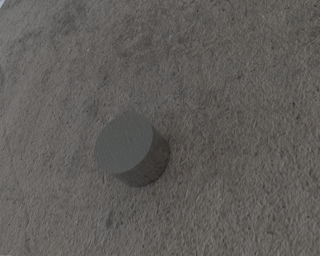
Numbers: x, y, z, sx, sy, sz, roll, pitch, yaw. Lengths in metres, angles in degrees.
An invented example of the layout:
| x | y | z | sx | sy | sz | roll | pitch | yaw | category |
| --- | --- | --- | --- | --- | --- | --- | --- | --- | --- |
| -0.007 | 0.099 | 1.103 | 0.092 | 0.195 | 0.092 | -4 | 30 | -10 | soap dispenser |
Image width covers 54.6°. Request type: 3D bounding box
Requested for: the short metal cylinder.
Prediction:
| x | y | z | sx | sy | sz | roll | pitch | yaw | category |
| --- | --- | --- | --- | --- | --- | --- | --- | --- | --- |
| -0.034 | 0.028 | 0.389 | 0.080 | 0.050 | 0.080 | -13 | 56 | 21 | short metal cylinder |
